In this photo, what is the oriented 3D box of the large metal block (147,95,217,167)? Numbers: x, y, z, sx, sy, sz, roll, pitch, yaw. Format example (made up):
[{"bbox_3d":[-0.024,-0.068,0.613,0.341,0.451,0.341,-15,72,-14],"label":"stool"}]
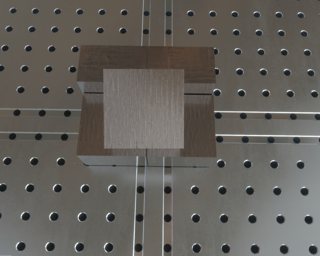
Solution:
[{"bbox_3d":[0.026,0.004,0.394,0.081,0.050,0.080,1,70,0],"label":"large metal block"}]

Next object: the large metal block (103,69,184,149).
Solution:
[{"bbox_3d":[-0.016,-0.021,0.335,0.081,0.050,0.079,0,94,-1],"label":"large metal block"}]

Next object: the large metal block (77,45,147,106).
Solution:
[{"bbox_3d":[-0.056,-0.063,0.404,0.081,0.080,0.050,1,70,0],"label":"large metal block"}]

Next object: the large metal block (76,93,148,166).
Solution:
[{"bbox_3d":[-0.056,0.003,0.395,0.081,0.050,0.080,1,70,0],"label":"large metal block"}]

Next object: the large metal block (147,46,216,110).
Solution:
[{"bbox_3d":[0.025,-0.062,0.404,0.081,0.080,0.050,1,70,0],"label":"large metal block"}]
